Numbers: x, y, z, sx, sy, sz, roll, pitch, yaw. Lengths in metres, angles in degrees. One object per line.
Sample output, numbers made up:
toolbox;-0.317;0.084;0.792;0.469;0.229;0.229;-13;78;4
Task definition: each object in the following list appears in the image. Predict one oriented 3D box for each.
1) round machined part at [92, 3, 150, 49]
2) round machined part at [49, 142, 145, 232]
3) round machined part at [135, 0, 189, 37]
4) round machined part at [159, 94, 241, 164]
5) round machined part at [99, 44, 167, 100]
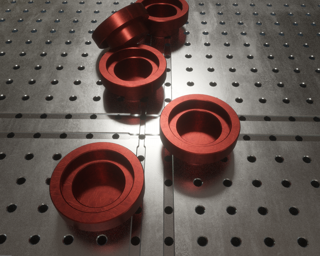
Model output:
round machined part;-0.057;-0.156;0.503;0.099;0.098;0.042;-37;97;-27
round machined part;-0.066;0.066;0.340;0.099;0.042;0.098;0;50;0
round machined part;0.002;-0.204;0.568;0.099;0.042;0.098;0;50;0
round machined part;0.049;0.005;0.393;0.099;0.042;0.098;0;50;0
round machined part;-0.039;-0.080;0.463;0.099;0.042;0.098;0;50;0
